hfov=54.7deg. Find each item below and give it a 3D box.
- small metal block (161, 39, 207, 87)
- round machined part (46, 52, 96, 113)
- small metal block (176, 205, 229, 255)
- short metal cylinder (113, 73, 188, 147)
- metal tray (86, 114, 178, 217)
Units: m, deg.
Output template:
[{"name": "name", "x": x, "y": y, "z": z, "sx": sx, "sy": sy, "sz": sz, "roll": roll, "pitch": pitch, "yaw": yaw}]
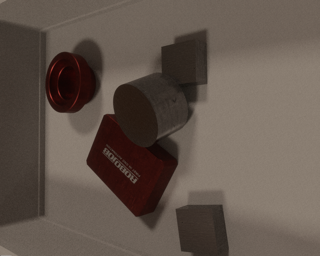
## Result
[{"name": "small metal block", "x": 0.030, "y": -0.077, "z": 0.381, "sx": 0.050, "sy": 0.025, "sz": 0.050, "roll": -2, "pitch": 89, "yaw": 39}, {"name": "round machined part", "x": -0.144, "y": -0.073, "z": 0.511, "sx": 0.098, "sy": 0.042, "sz": 0.097, "roll": 0, "pitch": 90, "yaw": 39}, {"name": "small metal block", "x": 0.049, "y": 0.118, "z": 0.365, "sx": 0.050, "sy": 0.025, "sz": 0.050, "roll": -12, "pitch": 82, "yaw": 39}, {"name": "short metal cylinder", "x": -0.013, "y": -0.023, "z": 0.381, "sx": 0.080, "sy": 0.050, "sz": 0.079, "roll": 27, "pitch": 131, "yaw": 37}, {"name": "metal tray", "x": -0.045, "y": 0.049, "z": 0.439, "sx": 0.130, "sy": 0.030, "sz": 0.089, "roll": 38, "pitch": 113, "yaw": 33}]
